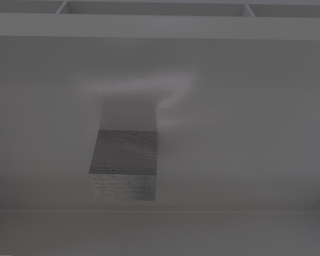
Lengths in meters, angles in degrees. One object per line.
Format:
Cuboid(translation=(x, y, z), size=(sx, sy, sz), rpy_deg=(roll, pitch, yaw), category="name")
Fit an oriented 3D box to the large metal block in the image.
Cuboid(translation=(-0.045, 0.048, 0.414), size=(0.080, 0.080, 0.050), rpy_deg=(2, 130, -2), category="large metal block")
